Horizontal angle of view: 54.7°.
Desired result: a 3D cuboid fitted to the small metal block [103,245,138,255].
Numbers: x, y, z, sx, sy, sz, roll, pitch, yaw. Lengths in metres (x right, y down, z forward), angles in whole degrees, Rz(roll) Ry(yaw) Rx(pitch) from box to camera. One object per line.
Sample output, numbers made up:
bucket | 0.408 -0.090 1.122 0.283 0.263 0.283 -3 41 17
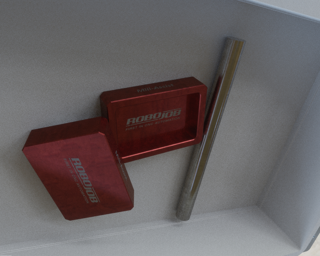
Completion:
small metal block | -0.068 0.228 0.517 0.050 0.025 0.050 -3 120 -27

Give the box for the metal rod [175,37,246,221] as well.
metal rod | 0.068 0.018 0.458 0.025 0.025 0.298 -2 120 -28

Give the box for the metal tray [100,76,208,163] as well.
metal tray | -0.006 -0.010 0.397 0.131 0.030 0.089 -13 124 -22

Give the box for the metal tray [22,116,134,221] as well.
metal tray | -0.090 0.053 0.369 0.090 0.030 0.129 -11 127 4
